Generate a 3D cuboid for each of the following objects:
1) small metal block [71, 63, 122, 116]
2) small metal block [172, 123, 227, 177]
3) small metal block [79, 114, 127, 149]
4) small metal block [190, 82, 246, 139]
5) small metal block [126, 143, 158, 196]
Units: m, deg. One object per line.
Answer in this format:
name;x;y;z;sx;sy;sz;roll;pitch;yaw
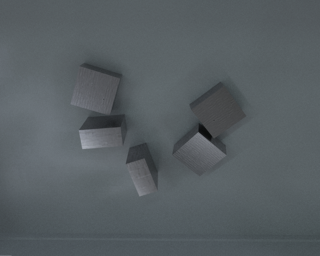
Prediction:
small metal block;-0.080;-0.049;0.392;0.050;0.025;0.050;16;109;-6
small metal block;0.053;0.030;0.418;0.050;0.025;0.050;39;117;-13
small metal block;-0.071;0.004;0.399;0.050;0.050;0.025;-4;110;1
small metal block;0.075;-0.023;0.403;0.050;0.025;0.050;-37;106;12
small metal block;-0.023;0.055;0.418;0.025;0.050;0.050;-18;109;6
